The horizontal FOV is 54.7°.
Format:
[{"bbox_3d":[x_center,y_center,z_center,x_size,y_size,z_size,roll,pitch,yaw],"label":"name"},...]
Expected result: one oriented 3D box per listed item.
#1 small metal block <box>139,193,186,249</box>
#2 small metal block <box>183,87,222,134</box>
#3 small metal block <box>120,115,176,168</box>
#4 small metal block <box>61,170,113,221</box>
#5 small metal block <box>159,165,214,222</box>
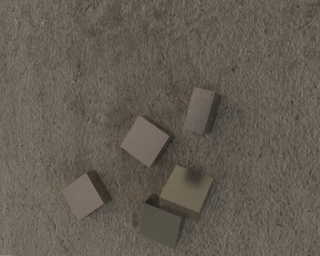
[{"bbox_3d":[0.004,0.120,0.400,0.050,0.025,0.050,18,114,19],"label":"small metal block"},{"bbox_3d":[0.053,-0.020,0.377,0.025,0.050,0.050,17,96,19],"label":"small metal block"},{"bbox_3d":[-0.016,0.017,0.415,0.050,0.025,0.050,35,101,16],"label":"small metal block"},{"bbox_3d":[-0.105,0.097,0.446,0.050,0.025,0.050,-36,79,16],"label":"small metal block"},{"bbox_3d":[0.033,0.080,0.382,0.050,0.025,0.050,18,52,19],"label":"small metal block"}]
